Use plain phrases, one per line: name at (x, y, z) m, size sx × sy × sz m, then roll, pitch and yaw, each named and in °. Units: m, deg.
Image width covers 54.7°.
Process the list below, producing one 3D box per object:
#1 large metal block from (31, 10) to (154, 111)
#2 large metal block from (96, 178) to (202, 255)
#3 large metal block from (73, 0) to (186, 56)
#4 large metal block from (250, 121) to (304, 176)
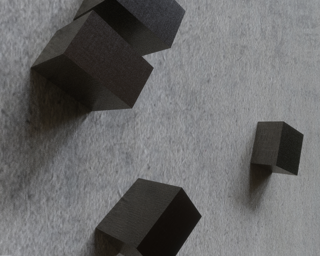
large metal block at (-0.068, -0.061, 0.313) m, size 0.080 × 0.080 × 0.050 m, roll 39°, pitch 66°, yaw -34°
large metal block at (-0.013, 0.109, 0.360) m, size 0.080 × 0.080 × 0.050 m, roll -48°, pitch 119°, yaw -30°
large metal block at (-0.034, -0.125, 0.342) m, size 0.080 × 0.080 × 0.050 m, roll 33°, pitch 70°, yaw -36°
large metal block at (0.219, 0.038, 0.576) m, size 0.080 × 0.050 × 0.080 m, roll 23°, pitch 75°, yaw -38°
